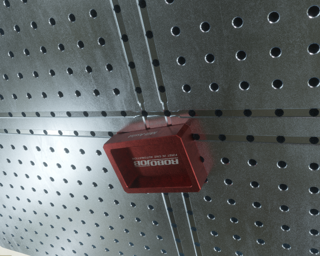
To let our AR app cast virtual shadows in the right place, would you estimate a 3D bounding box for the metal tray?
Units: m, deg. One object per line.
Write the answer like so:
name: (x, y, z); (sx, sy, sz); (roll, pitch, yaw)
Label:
metal tray: (-0.009, 0.048, 0.442); (0.130, 0.030, 0.090); (-9, 114, 32)
